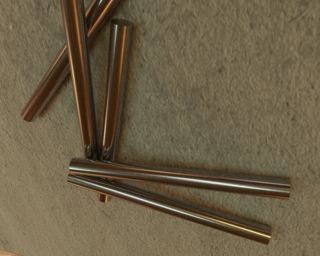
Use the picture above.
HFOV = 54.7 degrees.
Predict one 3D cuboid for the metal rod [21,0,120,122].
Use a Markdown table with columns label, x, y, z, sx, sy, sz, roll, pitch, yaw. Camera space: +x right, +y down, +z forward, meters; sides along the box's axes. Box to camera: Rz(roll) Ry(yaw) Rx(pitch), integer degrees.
| label | x | y | z | sx | sy | sz | roll | pitch | yaw |
| --- | --- | --- | --- | --- | --- | --- | --- | --- | --- |
| metal rod | -0.122 | -0.094 | 0.411 | 0.025 | 0.025 | 0.299 | 47 | 129 | -5 |

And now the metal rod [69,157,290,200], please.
| label | x | y | z | sx | sy | sz | roll | pitch | yaw |
| --- | --- | --- | --- | --- | --- | --- | --- | --- | --- |
| metal rod | 0.013 | 0.065 | 0.419 | 0.301 | 0.025 | 0.025 | 3 | 120 | 19 |

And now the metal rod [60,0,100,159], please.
| label | x | y | z | sx | sy | sz | roll | pitch | yaw |
| --- | --- | --- | --- | --- | --- | --- | --- | --- | --- |
| metal rod | -0.100 | -0.047 | 0.407 | 0.025 | 0.025 | 0.298 | 19 | 132 | 17 |

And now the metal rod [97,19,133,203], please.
| label | x | y | z | sx | sy | sz | roll | pitch | yaw |
| --- | --- | --- | --- | --- | --- | --- | --- | --- | --- |
| metal rod | -0.069 | -0.002 | 0.439 | 0.025 | 0.025 | 0.298 | 22 | 127 | 14 |

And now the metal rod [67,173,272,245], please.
| label | x | y | z | sx | sy | sz | roll | pitch | yaw |
| --- | --- | --- | --- | --- | --- | --- | --- | --- | --- |
| metal rod | 0.005 | 0.111 | 0.451 | 0.301 | 0.025 | 0.025 | 14 | 124 | 12 |
